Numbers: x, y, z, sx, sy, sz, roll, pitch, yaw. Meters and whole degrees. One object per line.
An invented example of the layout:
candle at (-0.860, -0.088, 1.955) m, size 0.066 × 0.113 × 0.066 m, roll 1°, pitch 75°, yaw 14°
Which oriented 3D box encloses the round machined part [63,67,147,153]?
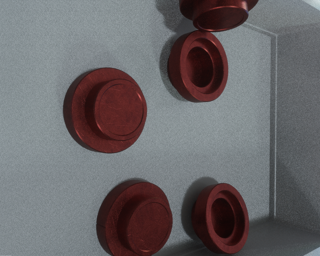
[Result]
round machined part at (-0.054, -0.020, 0.350) m, size 0.099 × 0.042 × 0.097 m, roll 0°, pitch 90°, yaw -40°

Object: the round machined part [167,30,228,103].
round machined part at (0.049, -0.084, 0.436) m, size 0.099 × 0.042 × 0.097 m, roll 0°, pitch 90°, yaw -40°

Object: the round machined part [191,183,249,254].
round machined part at (0.084, 0.133, 0.456) m, size 0.099 × 0.042 × 0.098 m, roll 17°, pitch 63°, yaw -37°

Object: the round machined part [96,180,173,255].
round machined part at (-0.023, 0.115, 0.376) m, size 0.099 × 0.042 × 0.097 m, roll 0°, pitch 90°, yaw -40°

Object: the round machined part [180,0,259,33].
round machined part at (0.074, -0.154, 0.388) m, size 0.099 × 0.098 × 0.042 m, roll 2°, pitch 80°, yaw -40°
